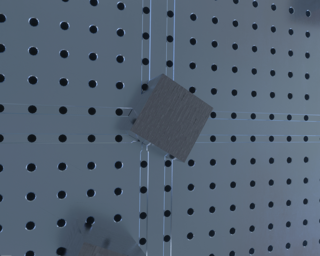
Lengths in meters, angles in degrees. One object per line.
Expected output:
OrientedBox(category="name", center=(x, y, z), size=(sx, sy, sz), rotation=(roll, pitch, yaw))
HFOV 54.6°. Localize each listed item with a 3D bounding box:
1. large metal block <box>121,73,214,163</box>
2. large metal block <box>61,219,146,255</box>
OrientedBox(category="large metal block", center=(0.009, -0.012, 0.402), size=(0.080, 0.050, 0.080), rotation=(32, 80, -17))
OrientedBox(category="large metal block", center=(-0.066, 0.154, 0.359), size=(0.080, 0.080, 0.050), rotation=(26, 82, -18))
